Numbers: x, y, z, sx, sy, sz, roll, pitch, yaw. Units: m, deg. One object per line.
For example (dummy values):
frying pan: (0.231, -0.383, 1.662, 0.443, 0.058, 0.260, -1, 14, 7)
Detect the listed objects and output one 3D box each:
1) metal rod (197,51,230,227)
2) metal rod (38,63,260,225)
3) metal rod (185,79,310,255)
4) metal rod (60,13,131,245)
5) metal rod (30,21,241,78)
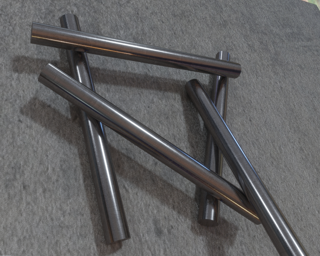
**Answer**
metal rod: (0.084, -0.006, 0.454, 0.025, 0.025, 0.300, 23, 53, -15)
metal rod: (-0.002, 0.022, 0.357, 0.301, 0.025, 0.025, 34, 51, -6)
metal rod: (0.097, 0.042, 0.381, 0.025, 0.025, 0.300, 1, 45, -28)
metal rod: (-0.083, -0.017, 0.370, 0.025, 0.025, 0.299, -4, 64, -30)
metal rod: (-0.014, -0.101, 0.425, 0.303, 0.025, 0.025, 4, 60, -27)
